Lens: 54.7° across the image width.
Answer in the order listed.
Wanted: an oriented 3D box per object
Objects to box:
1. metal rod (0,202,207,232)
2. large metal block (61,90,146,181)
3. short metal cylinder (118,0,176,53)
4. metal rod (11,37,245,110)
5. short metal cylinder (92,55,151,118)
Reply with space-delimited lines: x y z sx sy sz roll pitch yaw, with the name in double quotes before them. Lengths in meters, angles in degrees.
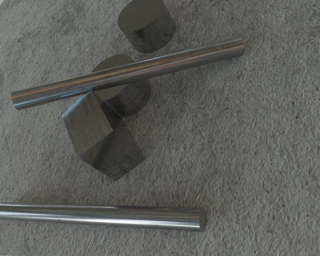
"metal rod" -0.091 0.108 0.385 0.300 0.025 0.025 -5 59 25
"large metal block" -0.072 0.011 0.400 0.050 0.080 0.080 -37 51 4
"short metal cylinder" -0.021 -0.169 0.503 0.080 0.050 0.080 -13 56 21
"metal rod" -0.037 -0.072 0.404 0.302 0.025 0.025 -15 53 -4
"short metal cylinder" -0.060 -0.061 0.457 0.080 0.050 0.080 -13 56 21
